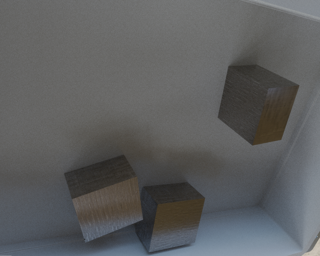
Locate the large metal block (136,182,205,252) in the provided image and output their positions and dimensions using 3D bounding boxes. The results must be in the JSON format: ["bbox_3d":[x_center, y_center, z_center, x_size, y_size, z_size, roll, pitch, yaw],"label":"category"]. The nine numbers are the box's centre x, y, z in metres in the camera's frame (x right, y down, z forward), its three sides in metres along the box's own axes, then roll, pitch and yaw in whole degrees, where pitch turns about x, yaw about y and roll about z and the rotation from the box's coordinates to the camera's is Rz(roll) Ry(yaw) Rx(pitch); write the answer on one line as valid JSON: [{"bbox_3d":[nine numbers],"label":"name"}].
[{"bbox_3d":[0.015,0.134,0.475,0.081,0.050,0.079,0,109,-29],"label":"large metal block"}]

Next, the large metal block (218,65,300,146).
[{"bbox_3d":[0.129,-0.034,0.422,0.050,0.080,0.079,-8,122,-24],"label":"large metal block"}]

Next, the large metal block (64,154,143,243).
[{"bbox_3d":[-0.073,0.092,0.409,0.081,0.050,0.079,-17,125,-19],"label":"large metal block"}]
